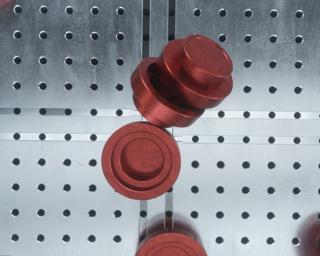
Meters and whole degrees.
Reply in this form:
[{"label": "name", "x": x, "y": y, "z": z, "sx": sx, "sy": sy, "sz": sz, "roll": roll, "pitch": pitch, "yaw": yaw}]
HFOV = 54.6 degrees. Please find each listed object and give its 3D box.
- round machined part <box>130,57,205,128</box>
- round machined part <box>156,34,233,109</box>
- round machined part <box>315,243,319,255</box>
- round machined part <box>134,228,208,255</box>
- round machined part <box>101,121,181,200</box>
[{"label": "round machined part", "x": 0.005, "y": -0.039, "z": 0.387, "sx": 0.098, "sy": 0.098, "sz": 0.042, "roll": 42, "pitch": 125, "yaw": 0}, {"label": "round machined part", "x": 0.049, "y": -0.075, "z": 0.378, "sx": 0.099, "sy": 0.042, "sz": 0.098, "roll": 16, "pitch": 50, "yaw": -20}, {"label": "round machined part", "x": 0.250, "y": 0.176, "z": 0.407, "sx": 0.099, "sy": 0.042, "sz": 0.097, "roll": 0, "pitch": 90, "yaw": 0}, {"label": "round machined part", "x": 0.014, "y": 0.179, "z": 0.405, "sx": 0.099, "sy": 0.042, "sz": 0.097, "roll": 0, "pitch": 90, "yaw": 0}, {"label": "round machined part", "x": -0.022, "y": 0.039, "z": 0.401, "sx": 0.098, "sy": 0.042, "sz": 0.097, "roll": 0, "pitch": 97, "yaw": 3}]
